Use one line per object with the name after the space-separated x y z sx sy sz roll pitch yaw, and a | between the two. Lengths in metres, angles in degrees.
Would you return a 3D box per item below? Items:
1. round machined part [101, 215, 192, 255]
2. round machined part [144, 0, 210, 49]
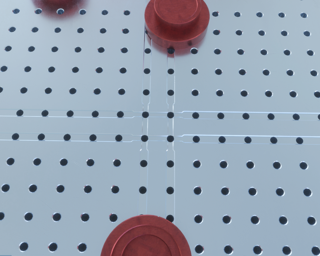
-0.015 0.149 0.348 0.099 0.042 0.098 0 70 0 | round machined part
0.026 -0.171 0.466 0.099 0.042 0.098 0 70 0 | round machined part
